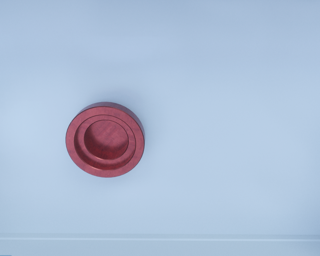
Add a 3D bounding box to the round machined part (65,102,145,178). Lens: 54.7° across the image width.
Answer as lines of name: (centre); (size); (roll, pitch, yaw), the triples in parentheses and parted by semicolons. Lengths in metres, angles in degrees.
round machined part: (-0.069, 0.012, 0.406); (0.099, 0.042, 0.097); (0, 110, -1)
